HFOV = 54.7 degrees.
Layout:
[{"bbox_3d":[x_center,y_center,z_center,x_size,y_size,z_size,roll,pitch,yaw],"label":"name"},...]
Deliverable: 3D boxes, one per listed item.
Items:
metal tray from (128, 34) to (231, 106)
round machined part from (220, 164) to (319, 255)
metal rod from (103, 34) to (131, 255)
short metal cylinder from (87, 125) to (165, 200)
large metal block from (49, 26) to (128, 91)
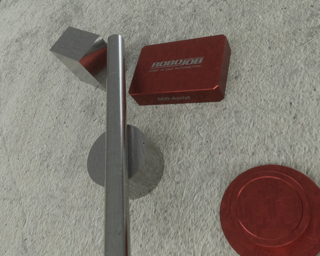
[{"bbox_3d":[0.027,-0.079,0.434,0.130,0.030,0.090,-1,61,27],"label":"metal tray"},{"bbox_3d":[0.104,0.079,0.290,0.098,0.042,0.098,-13,56,20],"label":"round machined part"},{"bbox_3d":[-0.052,-0.002,0.366,0.025,0.025,0.299,-18,54,17],"label":"metal rod"},{"bbox_3d":[-0.041,0.042,0.382,0.080,0.050,0.080,-13,56,20],"label":"short metal cylinder"},{"bbox_3d":[-0.112,-0.108,0.491,0.080,0.080,0.050,26,76,36],"label":"large metal block"}]
